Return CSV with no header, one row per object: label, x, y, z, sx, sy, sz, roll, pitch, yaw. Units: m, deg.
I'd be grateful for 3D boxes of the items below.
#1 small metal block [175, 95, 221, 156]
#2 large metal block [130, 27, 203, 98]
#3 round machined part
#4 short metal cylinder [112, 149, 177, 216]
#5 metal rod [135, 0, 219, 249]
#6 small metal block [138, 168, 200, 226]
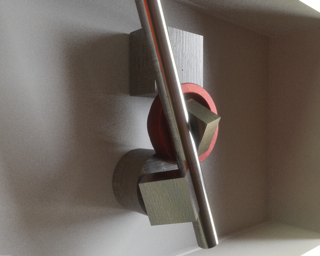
small metal block,0.036,-0.002,0.358,0.025,0.050,0.050,-25,141,-41
large metal block,0.009,-0.080,0.396,0.081,0.050,0.079,0,90,-40
round machined part,0.023,-0.004,0.377,0.099,0.042,0.097,0,90,-40
short metal cylinder,-0.011,0.066,0.382,0.081,0.050,0.079,0,90,-40
metal rod,0.019,-0.007,0.332,0.025,0.025,0.298,-25,106,-38
small metal block,0.011,0.074,0.331,0.025,0.050,0.050,-47,124,-69
